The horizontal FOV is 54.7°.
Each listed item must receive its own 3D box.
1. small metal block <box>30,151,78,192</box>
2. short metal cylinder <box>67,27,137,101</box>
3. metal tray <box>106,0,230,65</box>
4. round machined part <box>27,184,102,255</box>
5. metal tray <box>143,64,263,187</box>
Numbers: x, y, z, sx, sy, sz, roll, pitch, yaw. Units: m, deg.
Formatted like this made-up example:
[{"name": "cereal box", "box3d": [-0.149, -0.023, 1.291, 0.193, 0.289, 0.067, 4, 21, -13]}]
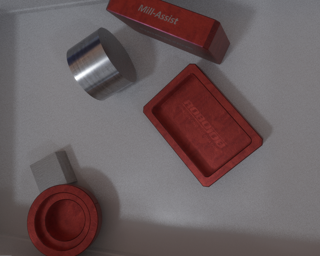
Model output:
[{"name": "small metal block", "box3d": [-0.160, 0.068, 0.465, 0.050, 0.025, 0.050, -27, 81, 17]}, {"name": "short metal cylinder", "box3d": [-0.075, -0.083, 0.406, 0.050, 0.080, 0.080, -28, 81, 18]}, {"name": "metal tray", "box3d": [0.013, -0.121, 0.370, 0.130, 0.090, 0.030, 27, 99, 17]}, {"name": "round machined part", "box3d": [-0.129, 0.128, 0.436, 0.099, 0.042, 0.097, -1, 81, 4]}, {"name": "metal tray", "box3d": [0.052, -0.004, 0.388, 0.090, 0.030, 0.130, -42, 77, 14]}]
